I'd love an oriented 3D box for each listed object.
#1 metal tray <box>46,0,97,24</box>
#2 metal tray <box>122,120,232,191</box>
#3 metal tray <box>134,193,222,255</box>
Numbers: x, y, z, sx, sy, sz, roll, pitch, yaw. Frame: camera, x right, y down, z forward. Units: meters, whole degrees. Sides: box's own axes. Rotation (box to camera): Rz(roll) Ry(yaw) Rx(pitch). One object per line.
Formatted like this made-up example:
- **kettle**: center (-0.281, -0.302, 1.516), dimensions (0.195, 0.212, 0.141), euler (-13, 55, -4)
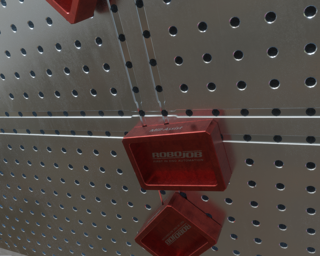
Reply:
- **metal tray**: center (-0.098, -0.187, 0.319), dimensions (0.090, 0.030, 0.129), euler (43, 141, 5)
- **metal tray**: center (0.021, 0.041, 0.420), dimensions (0.130, 0.030, 0.090), euler (-6, 116, 30)
- **metal tray**: center (0.025, 0.171, 0.499), dimensions (0.090, 0.030, 0.129), euler (37, 129, 2)
